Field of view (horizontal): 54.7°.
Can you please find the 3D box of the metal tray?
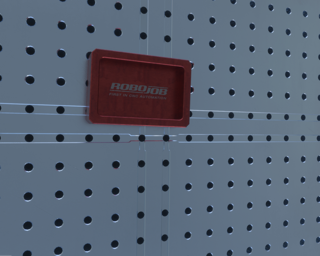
[{"bbox_3d":[-0.026,-0.048,0.401,0.131,0.030,0.089,2,89,-21],"label":"metal tray"}]
